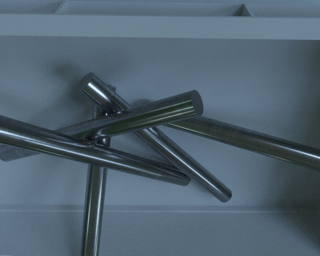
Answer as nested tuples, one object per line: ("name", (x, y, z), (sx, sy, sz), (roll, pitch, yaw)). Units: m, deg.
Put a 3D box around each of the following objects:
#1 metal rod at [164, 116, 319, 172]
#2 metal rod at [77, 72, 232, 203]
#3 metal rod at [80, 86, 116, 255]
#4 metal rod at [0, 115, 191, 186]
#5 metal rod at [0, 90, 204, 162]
("metal rod", (0.128, 0.021, 0.365), (0.301, 0.025, 0.025), (17, 131, 11))
("metal rod", (0.013, 0.030, 0.415), (0.025, 0.025, 0.301), (-31, 130, 24))
("metal rod", (-0.085, 0.093, 0.406), (0.025, 0.025, 0.298), (7, 104, -6))
("metal rod", (-0.060, 0.036, 0.370), (0.025, 0.025, 0.301), (-37, 143, 27))
("metal rod", (-0.091, 0.006, 0.363), (0.300, 0.025, 0.025), (-13, 131, 30))
